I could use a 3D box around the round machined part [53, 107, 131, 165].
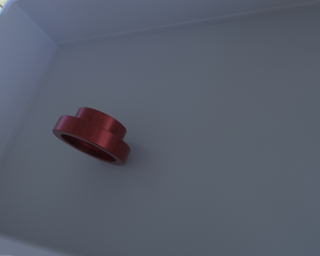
[{"bbox_3d":[-0.082,0.008,0.398,0.098,0.098,0.042,11,68,33],"label":"round machined part"}]
